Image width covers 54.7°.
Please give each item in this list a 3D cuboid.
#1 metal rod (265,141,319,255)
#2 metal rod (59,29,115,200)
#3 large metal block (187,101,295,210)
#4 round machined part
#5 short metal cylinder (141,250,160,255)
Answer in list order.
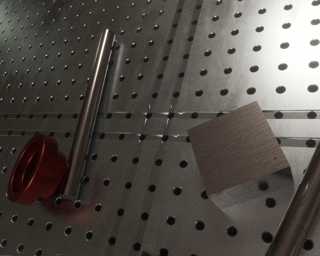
[{"bbox_3d":[0.167,0.025,0.305,0.025,0.025,0.300,22,73,36],"label":"metal rod"},{"bbox_3d":[-0.108,-0.038,0.485,0.025,0.025,0.299,-8,58,24],"label":"metal rod"},{"bbox_3d":[0.084,0.030,0.329,0.080,0.050,0.080,-24,53,13],"label":"large metal block"},{"bbox_3d":[-0.168,0.060,0.433,0.098,0.042,0.098,-30,46,36],"label":"round machined part"},{"bbox_3d":[0.011,0.150,0.274,0.080,0.080,0.050,13,69,33],"label":"short metal cylinder"}]
